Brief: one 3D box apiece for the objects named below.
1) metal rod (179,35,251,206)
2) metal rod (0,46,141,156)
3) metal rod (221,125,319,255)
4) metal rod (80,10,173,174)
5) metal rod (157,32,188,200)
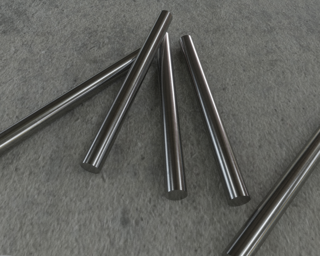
[{"bbox_3d":[0.065,-0.034,0.432,0.025,0.025,0.300,-6,50,-6],"label":"metal rod"},{"bbox_3d":[-0.126,-0.039,0.434,0.025,0.025,0.302,35,58,25],"label":"metal rod"},{"bbox_3d":[0.171,0.044,0.368,0.025,0.025,0.302,35,58,25],"label":"metal rod"},{"bbox_3d":[-0.036,-0.071,0.443,0.025,0.025,0.300,14,57,11],"label":"metal rod"},{"bbox_3d":[0.012,-0.041,0.437,0.025,0.025,0.300,-2,50,-2],"label":"metal rod"}]
